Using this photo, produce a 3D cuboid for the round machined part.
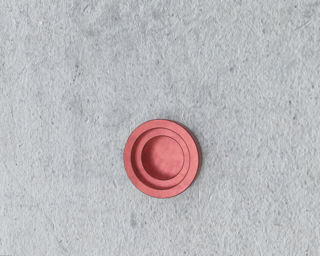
[{"bbox_3d":[0.006,0.037,0.398,0.098,0.042,0.097,0,90,19],"label":"round machined part"}]
